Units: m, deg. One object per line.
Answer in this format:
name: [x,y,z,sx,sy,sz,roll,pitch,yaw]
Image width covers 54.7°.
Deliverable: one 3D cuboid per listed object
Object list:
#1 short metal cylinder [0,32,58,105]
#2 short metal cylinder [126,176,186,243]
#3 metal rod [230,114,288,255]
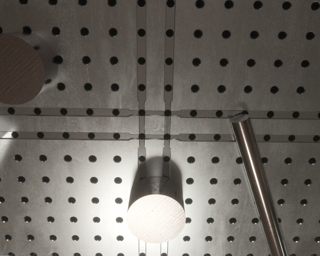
short metal cylinder: [-0.170,-0.073,0.371,0.081,0.050,0.079,0,110,-1]
short metal cylinder: [-0.005,0.116,0.443,0.081,0.050,0.079,0,110,-1]
metal rod: [0.157,0.118,0.459,0.025,0.025,0.298,-19,109,6]
